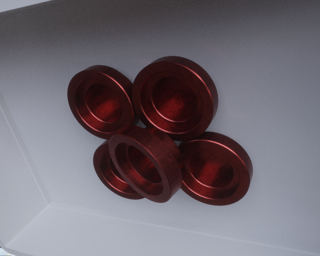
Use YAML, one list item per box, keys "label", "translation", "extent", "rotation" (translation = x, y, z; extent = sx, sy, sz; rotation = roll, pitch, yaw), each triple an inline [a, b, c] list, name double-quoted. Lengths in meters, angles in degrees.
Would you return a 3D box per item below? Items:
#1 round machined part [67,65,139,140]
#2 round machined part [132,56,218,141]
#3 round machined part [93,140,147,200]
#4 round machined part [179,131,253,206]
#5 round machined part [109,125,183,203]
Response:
- label: "round machined part"
  translation: [-0.068, -0.036, 0.407]
  extent: [0.098, 0.042, 0.097]
  rotation: [13, 124, 20]
- label: "round machined part"
  translation: [0.020, -0.037, 0.361]
  extent: [0.098, 0.042, 0.097]
  rotation: [13, 124, 20]
- label: "round machined part"
  translation: [-0.044, 0.053, 0.450]
  extent: [0.098, 0.042, 0.097]
  rotation: [13, 124, 20]
- label: "round machined part"
  translation: [0.066, 0.046, 0.388]
  extent: [0.098, 0.042, 0.097]
  rotation: [13, 124, 20]
- label: "round machined part"
  translation: [-0.012, 0.037, 0.368]
  extent: [0.098, 0.042, 0.097]
  rotation: [30, 141, 28]
